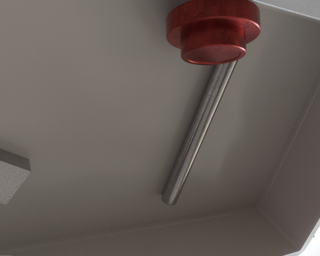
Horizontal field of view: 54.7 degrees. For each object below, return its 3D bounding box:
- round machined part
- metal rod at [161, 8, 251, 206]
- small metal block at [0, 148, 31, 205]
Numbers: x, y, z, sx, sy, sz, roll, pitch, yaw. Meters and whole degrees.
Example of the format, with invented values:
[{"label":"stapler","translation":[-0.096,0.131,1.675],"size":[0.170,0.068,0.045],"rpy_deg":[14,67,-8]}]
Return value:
[{"label":"round machined part","translation":[0.056,-0.097,0.330],"size":[0.099,0.098,0.042],"rpy_deg":[2,84,-30]},{"label":"metal rod","translation":[0.062,-0.016,0.434],"size":[0.025,0.025,0.298],"rpy_deg":[6,115,-32]},{"label":"small metal block","translation":[-0.181,0.052,0.342],"size":[0.050,0.025,0.050],"rpy_deg":[32,100,-39]}]
